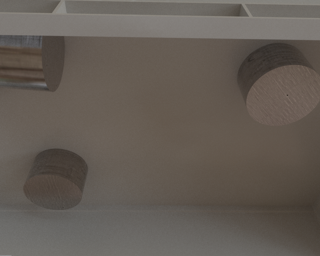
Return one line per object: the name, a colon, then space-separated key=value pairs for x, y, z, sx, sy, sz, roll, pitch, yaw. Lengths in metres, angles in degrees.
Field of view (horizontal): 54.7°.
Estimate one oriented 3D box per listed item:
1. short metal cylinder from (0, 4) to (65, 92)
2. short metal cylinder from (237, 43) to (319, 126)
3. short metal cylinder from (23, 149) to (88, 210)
short metal cylinder: x=-0.130 y=-0.077 z=0.305 sx=0.050 sy=0.080 sz=0.079 roll=4 pitch=130 yaw=-4
short metal cylinder: x=0.134 y=-0.049 z=0.353 sx=0.081 sy=0.050 sz=0.079 roll=0 pitch=130 yaw=0
short metal cylinder: x=-0.151 y=0.076 z=0.455 sx=0.081 sy=0.050 sz=0.079 roll=0 pitch=130 yaw=0
